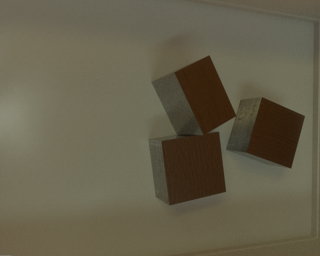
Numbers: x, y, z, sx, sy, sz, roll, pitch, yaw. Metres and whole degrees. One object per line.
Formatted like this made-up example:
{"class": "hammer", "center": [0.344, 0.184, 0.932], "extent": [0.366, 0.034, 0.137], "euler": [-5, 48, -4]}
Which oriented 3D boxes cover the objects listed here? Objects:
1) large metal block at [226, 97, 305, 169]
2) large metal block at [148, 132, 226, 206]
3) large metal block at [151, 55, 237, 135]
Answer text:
{"class": "large metal block", "center": [0.155, 0.008, 0.456], "extent": [0.081, 0.050, 0.080], "euler": [20, 83, -19]}
{"class": "large metal block", "center": [0.035, 0.049, 0.412], "extent": [0.081, 0.050, 0.079], "euler": [-8, 93, -20]}
{"class": "large metal block", "center": [0.040, -0.039, 0.397], "extent": [0.050, 0.080, 0.080], "euler": [-29, 100, -18]}
